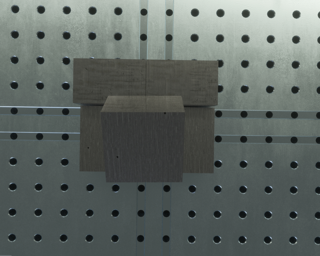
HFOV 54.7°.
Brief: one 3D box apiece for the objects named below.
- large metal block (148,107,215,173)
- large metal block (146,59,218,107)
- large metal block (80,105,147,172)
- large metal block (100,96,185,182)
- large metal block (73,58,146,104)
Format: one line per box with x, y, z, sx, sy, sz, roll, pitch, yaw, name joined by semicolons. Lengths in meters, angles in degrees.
0.025;0.014;0.399;0.081;0.050;0.079;1;90;-1;large metal block
0.024;-0.051;0.385;0.081;0.080;0.050;1;90;-1;large metal block
-0.056;0.013;0.398;0.081;0.050;0.079;1;90;-1;large metal block
-0.017;0.011;0.334;0.081;0.050;0.079;0;114;-1;large metal block
-0.056;-0.052;0.384;0.081;0.080;0.050;1;90;-1;large metal block
